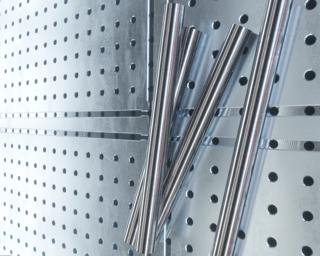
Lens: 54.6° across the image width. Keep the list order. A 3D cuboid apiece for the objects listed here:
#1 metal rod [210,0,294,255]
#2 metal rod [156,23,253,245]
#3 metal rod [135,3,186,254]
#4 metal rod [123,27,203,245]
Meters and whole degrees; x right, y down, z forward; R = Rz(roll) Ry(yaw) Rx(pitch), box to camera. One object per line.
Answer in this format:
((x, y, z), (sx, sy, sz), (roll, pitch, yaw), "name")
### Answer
((0.094, 0.016, 0.332), (0.025, 0.025, 0.298), (17, 101, 39), "metal rod")
((0.036, 0.023, 0.380), (0.025, 0.025, 0.298), (34, 111, 35), "metal rod")
((0.000, 0.006, 0.376), (0.025, 0.025, 0.298), (12, 98, 39), "metal rod")
((0.000, 0.020, 0.410), (0.025, 0.025, 0.298), (26, 106, 37), "metal rod")
